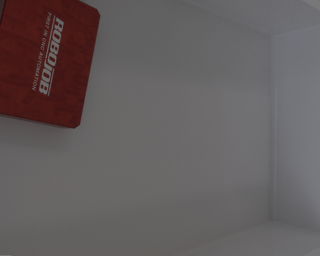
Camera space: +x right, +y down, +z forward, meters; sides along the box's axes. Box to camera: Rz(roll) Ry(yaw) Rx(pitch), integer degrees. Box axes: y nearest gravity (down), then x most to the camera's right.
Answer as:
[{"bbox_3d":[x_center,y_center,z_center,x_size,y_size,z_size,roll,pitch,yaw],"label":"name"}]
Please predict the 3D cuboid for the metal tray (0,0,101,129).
[{"bbox_3d":[-0.116,-0.070,0.306,0.091,0.030,0.129,14,81,-39],"label":"metal tray"}]
